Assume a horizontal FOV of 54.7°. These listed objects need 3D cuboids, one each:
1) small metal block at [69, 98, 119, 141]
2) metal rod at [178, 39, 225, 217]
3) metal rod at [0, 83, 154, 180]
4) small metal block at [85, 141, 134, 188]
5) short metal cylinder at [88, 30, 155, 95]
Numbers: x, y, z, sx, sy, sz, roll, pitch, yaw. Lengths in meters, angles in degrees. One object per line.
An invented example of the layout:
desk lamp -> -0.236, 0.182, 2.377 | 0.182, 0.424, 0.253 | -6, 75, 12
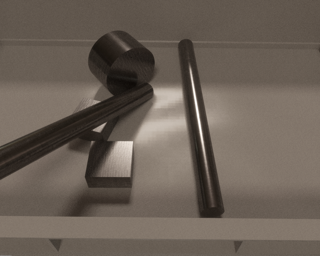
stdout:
small metal block -> -0.088, -0.010, 0.412 | 0.050, 0.025, 0.050 | 14, 51, 11
metal rod -> 0.050, -0.025, 0.426 | 0.025, 0.025, 0.300 | -2, 50, -2
metal rod -> -0.090, -0.002, 0.330 | 0.025, 0.025, 0.302 | 25, 30, 19
small metal block -> -0.058, 0.043, 0.368 | 0.050, 0.025, 0.050 | 0, 50, 0
short metal cylinder -> -0.055, -0.092, 0.446 | 0.081, 0.080, 0.050 | -30, 57, -23
